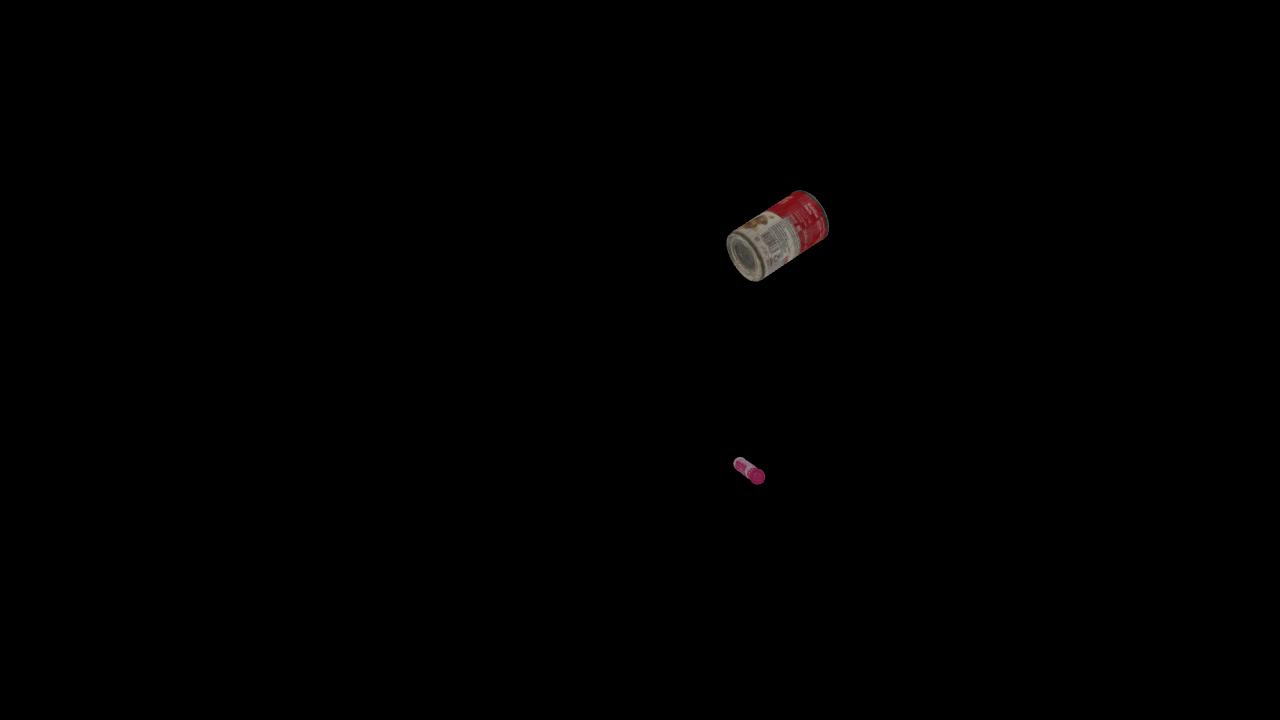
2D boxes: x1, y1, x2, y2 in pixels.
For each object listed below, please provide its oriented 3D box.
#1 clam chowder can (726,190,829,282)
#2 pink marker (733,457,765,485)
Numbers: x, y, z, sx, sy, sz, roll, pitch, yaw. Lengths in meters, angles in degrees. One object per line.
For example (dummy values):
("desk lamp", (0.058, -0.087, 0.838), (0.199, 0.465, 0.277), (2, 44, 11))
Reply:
("clam chowder can", (0.161, -0.145, 0.725), (0.102, 0.068, 0.068), (-34, 9, -13))
("pink marker", (0.138, 0.140, 0.780), (0.020, 0.020, 0.121), (0, -2, -1))
